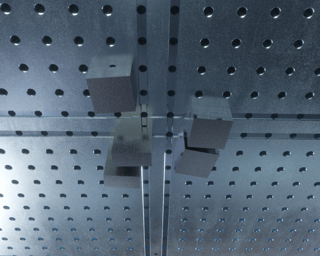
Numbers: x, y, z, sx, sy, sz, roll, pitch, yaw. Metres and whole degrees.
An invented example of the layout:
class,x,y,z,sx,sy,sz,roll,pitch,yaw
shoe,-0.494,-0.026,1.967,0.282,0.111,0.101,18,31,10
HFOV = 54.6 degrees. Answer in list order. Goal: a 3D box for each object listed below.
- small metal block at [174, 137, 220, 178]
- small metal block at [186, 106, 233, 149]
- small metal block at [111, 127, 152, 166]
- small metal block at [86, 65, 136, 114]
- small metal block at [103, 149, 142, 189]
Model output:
class,x,y,z,sx,sy,sz,roll,pitch,yaw
small metal block,0.052,0.043,0.449,0.050,0.025,0.050,11,129,-9
small metal block,0.065,0.000,0.412,0.050,0.025,0.050,4,130,-4
small metal block,-0.036,0.024,0.416,0.050,0.050,0.025,0,130,0
small metal block,-0.056,-0.046,0.372,0.050,0.025,0.050,-3,130,3
small metal block,-0.052,0.058,0.444,0.050,0.050,0.025,3,130,-3
